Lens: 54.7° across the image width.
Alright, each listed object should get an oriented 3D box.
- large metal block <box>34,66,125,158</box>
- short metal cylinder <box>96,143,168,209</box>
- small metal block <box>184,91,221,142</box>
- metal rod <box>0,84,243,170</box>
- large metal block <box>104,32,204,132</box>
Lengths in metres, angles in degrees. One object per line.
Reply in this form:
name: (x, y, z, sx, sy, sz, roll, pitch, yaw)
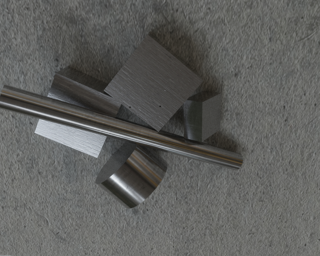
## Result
large metal block: (-0.097, -0.021, 0.389, 0.080, 0.050, 0.080, 24, 108, -9)
short metal cylinder: (-0.037, 0.056, 0.401, 0.080, 0.080, 0.050, -42, 105, 14)
small metal block: (0.054, -0.016, 0.390, 0.025, 0.050, 0.050, 12, 115, 34)
metal rod: (-0.026, 0.007, 0.370, 0.302, 0.025, 0.025, 16, 110, -24)
large metal block: (-0.007, -0.057, 0.374, 0.080, 0.050, 0.080, 38, 106, -13)
